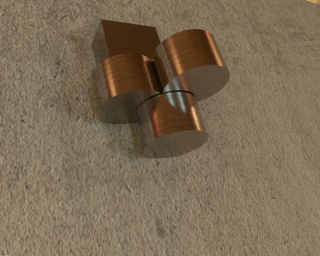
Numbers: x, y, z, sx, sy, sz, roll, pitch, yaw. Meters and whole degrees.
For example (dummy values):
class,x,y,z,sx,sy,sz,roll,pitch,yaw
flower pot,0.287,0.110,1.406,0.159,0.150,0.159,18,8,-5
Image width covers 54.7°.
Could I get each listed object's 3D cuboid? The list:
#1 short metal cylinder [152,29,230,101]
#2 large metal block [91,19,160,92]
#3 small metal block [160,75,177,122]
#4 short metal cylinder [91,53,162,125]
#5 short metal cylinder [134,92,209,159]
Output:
class,x,y,z,sx,sy,sz,roll,pitch,yaw
short metal cylinder,0.036,-0.070,0.368,0.081,0.080,0.050,-2,63,-29
large metal block,-0.042,-0.096,0.426,0.081,0.050,0.080,-2,63,-29
small metal block,0.011,-0.038,0.421,0.025,0.050,0.050,1,61,-28
short metal cylinder,-0.039,-0.045,0.377,0.081,0.080,0.050,-2,63,-29
short metal cylinder,0.013,-0.001,0.378,0.081,0.080,0.050,0,62,-29
